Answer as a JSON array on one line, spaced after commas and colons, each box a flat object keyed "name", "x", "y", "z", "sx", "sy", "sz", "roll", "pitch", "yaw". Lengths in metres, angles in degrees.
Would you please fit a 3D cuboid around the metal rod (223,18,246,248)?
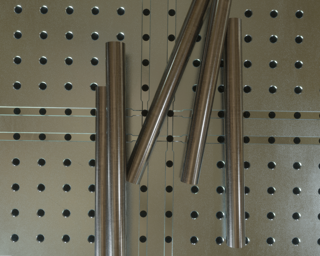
[{"name": "metal rod", "x": 0.099, "y": 0.006, "z": 0.413, "sx": 0.025, "sy": 0.025, "sz": 0.298, "roll": -1, "pitch": 90, "yaw": 0}]

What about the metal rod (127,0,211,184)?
[{"name": "metal rod", "x": 0.016, "y": -0.069, "z": 0.413, "sx": 0.025, "sy": 0.025, "sz": 0.299, "roll": 22, "pitch": 90, "yaw": 0}]

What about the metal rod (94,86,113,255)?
[{"name": "metal rod", "x": -0.074, "y": 0.095, "z": 0.412, "sx": 0.025, "sy": 0.025, "sz": 0.298, "roll": 0, "pitch": 90, "yaw": 0}]

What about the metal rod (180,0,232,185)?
[{"name": "metal rod", "x": 0.064, "y": -0.075, "z": 0.403, "sx": 0.025, "sy": 0.025, "sz": 0.298, "roll": 10, "pitch": 94, "yaw": 0}]

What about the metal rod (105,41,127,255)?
[{"name": "metal rod", "x": -0.055, "y": 0.043, "z": 0.394, "sx": 0.025, "sy": 0.025, "sz": 0.298, "roll": 0, "pitch": 91, "yaw": 0}]
